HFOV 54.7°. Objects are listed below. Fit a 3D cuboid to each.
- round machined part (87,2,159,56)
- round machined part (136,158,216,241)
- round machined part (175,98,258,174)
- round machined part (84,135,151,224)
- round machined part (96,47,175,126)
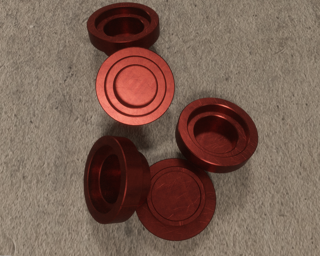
[{"bbox_3d":[-0.050,-0.133,0.437,0.099,0.042,0.098,-1,51,1],"label":"round machined part"},{"bbox_3d":[0.018,0.083,0.369,0.099,0.042,0.098,0,70,-1],"label":"round machined part"},{"bbox_3d":[0.067,0.013,0.387,0.099,0.042,0.098,5,56,-7],"label":"round machined part"},{"bbox_3d":[-0.047,0.059,0.358,0.042,0.098,0.098,8,65,-38],"label":"round machined part"},{"bbox_3d":[-0.032,-0.054,0.405,0.099,0.042,0.097,-1,98,-4],"label":"round machined part"}]
